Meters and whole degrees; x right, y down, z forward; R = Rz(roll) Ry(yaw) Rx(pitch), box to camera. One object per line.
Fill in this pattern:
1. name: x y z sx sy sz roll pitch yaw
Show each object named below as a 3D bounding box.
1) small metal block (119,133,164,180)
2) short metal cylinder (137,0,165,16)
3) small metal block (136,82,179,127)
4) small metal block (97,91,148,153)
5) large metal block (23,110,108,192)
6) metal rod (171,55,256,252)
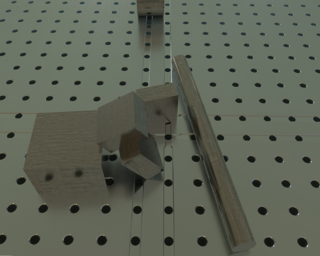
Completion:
1. small metal block: -0.024 0.026 0.365 0.025 0.050 0.050 -31 50 16
2. short metal cylinder: -0.019 -0.254 0.585 0.050 0.080 0.080 -2 50 -2
3. small metal block: -0.004 -0.030 0.417 0.050 0.050 0.025 -13 52 -11
4. small metal block: -0.043 -0.006 0.347 0.050 0.025 0.050 -22 52 22
5. large metal block: -0.105 0.026 0.368 0.081 0.050 0.080 -3 50 -3
6. metal rod: 0.057 0.006 0.403 0.025 0.025 0.300 -8 50 -7
